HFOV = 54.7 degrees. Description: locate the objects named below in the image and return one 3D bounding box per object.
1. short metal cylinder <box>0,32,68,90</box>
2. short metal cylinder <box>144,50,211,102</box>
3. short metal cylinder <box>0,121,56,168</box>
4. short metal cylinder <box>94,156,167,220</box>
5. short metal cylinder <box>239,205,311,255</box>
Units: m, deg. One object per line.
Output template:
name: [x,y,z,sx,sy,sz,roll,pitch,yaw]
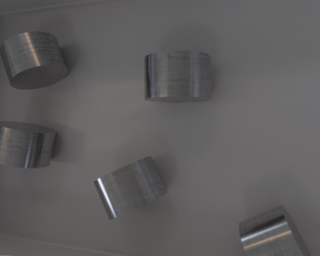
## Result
short metal cylinder: [-0.180,-0.095,0.445,0.080,0.080,0.050,-23,83,18]
short metal cylinder: [0.021,-0.059,0.374,0.080,0.080,0.050,0,90,20]
short metal cylinder: [-0.197,0.023,0.451,0.080,0.080,0.050,14,95,19]
short metal cylinder: [-0.037,0.076,0.394,0.080,0.080,0.050,-28,81,18]
short metal cylinder: [0.128,0.131,0.336,0.050,0.080,0.080,-29,81,18]
